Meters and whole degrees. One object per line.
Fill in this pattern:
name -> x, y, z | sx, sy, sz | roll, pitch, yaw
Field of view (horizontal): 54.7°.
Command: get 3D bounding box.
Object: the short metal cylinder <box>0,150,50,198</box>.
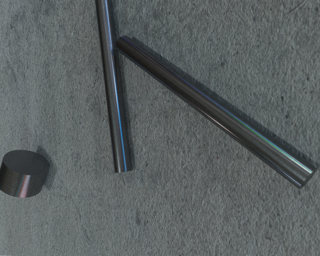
short metal cylinder -> -0.253, 0.083, 0.574 | 0.080, 0.081, 0.050 | 38, 113, 33

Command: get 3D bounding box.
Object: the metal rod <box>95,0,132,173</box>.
metal rod -> -0.072, -0.084, 0.461 | 0.025, 0.025, 0.298 | -13, 82, 39

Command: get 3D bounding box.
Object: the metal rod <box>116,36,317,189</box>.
metal rod -> 0.043, -0.037, 0.368 | 0.300, 0.025, 0.025 | 41, 115, 31
